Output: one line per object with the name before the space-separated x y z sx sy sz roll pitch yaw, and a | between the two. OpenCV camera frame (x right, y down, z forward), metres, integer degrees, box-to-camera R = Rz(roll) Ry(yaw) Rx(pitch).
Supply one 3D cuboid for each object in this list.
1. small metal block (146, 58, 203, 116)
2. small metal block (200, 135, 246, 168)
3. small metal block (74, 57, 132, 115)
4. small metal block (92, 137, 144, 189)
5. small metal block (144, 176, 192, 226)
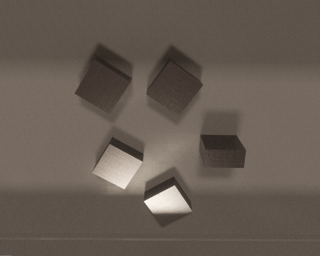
small metal block | 0.018 -0.052 0.393 0.050 0.025 0.050 34 106 -12
small metal block | 0.081 0.030 0.410 0.050 0.050 0.025 1 110 -1
small metal block | -0.071 -0.053 0.391 0.050 0.025 0.050 32 107 -12
small metal block | -0.058 0.049 0.429 0.050 0.025 0.050 30 107 -11
small metal block | 0.012 0.107 0.451 0.050 0.025 0.050 -30 108 10
